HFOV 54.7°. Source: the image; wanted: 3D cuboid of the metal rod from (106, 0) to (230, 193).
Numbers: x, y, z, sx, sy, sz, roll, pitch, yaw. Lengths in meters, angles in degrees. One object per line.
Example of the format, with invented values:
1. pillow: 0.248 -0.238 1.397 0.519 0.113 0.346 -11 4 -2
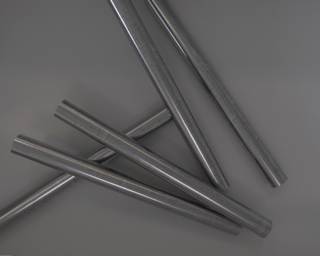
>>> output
1. metal rod: 0.009 -0.048 0.382 0.025 0.025 0.299 -30 102 0

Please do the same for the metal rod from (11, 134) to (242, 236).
1. metal rod: -0.035 0.075 0.393 0.302 0.025 0.025 22 90 -8

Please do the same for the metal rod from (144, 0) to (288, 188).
1. metal rod: 0.074 -0.051 0.411 0.025 0.025 0.299 -35 90 0

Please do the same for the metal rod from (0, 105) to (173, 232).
1. metal rod: -0.110 0.058 0.410 0.301 0.025 0.025 -33 90 0

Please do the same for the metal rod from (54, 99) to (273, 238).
1. metal rod: 0.007 0.052 0.388 0.301 0.025 0.025 31 90 -3
